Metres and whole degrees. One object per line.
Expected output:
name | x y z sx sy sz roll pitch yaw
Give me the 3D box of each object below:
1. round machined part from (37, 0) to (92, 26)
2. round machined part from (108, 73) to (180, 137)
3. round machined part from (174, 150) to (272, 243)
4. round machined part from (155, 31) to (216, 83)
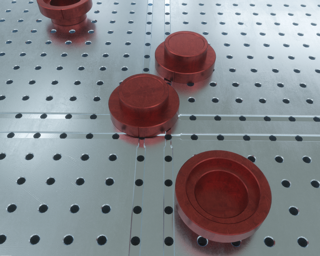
round machined part | -0.178 -0.231 0.588 0.099 0.042 0.098 0 50 0
round machined part | -0.022 -0.038 0.428 0.099 0.042 0.098 0 50 0
round machined part | 0.065 0.075 0.334 0.099 0.042 0.098 0 50 0
round machined part | 0.041 -0.120 0.498 0.099 0.042 0.098 0 50 0
